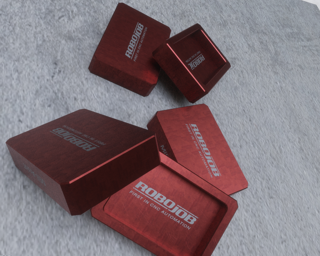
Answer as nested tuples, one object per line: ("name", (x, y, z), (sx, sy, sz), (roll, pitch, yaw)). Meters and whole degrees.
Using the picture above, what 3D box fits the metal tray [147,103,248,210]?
("metal tray", (0.049, 0.034, 0.408), (0.091, 0.030, 0.130), (-12, 68, -33))

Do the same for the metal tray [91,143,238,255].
("metal tray", (0.005, 0.083, 0.328), (0.130, 0.030, 0.090), (34, 80, -6))

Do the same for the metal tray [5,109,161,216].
("metal tray", (-0.075, 0.021, 0.290), (0.091, 0.130, 0.030), (-29, 121, -34))

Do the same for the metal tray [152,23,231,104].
("metal tray", (0.053, -0.102, 0.465), (0.090, 0.030, 0.131), (51, 38, -6))

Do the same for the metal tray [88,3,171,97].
("metal tray", (-0.039, -0.117, 0.452), (0.090, 0.030, 0.130), (24, 53, -14))
